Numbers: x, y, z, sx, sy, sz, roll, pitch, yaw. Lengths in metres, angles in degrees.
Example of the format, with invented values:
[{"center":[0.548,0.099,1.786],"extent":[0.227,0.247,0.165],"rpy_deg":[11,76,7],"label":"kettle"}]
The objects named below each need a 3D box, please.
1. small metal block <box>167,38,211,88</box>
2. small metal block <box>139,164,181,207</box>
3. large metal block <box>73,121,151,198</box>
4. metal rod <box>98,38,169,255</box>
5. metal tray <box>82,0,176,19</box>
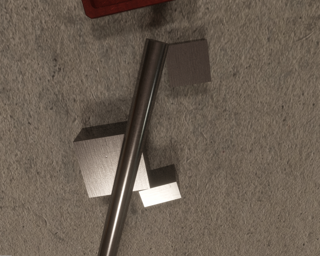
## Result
[{"center":[0.034,-0.080,0.381],"extent":[0.050,0.025,0.050],"rpy_deg":[-8,110,2],"label":"small metal block"},{"center":[0.000,0.078,0.425],"extent":[0.050,0.050,0.025],"rpy_deg":[-15,110,5],"label":"small metal block"},{"center":[-0.059,0.039,0.410],"extent":[0.080,0.050,0.079],"rpy_deg":[-9,110,3],"label":"large metal block"},{"center":[-0.038,0.045,0.372],"extent":[0.025,0.025,0.298],"rpy_deg":[13,110,-5],"label":"metal rod"},{"center":[-0.027,-0.180,0.340],"extent":[0.131,0.030,0.089],"rpy_deg":[-12,110,4],"label":"metal tray"}]
